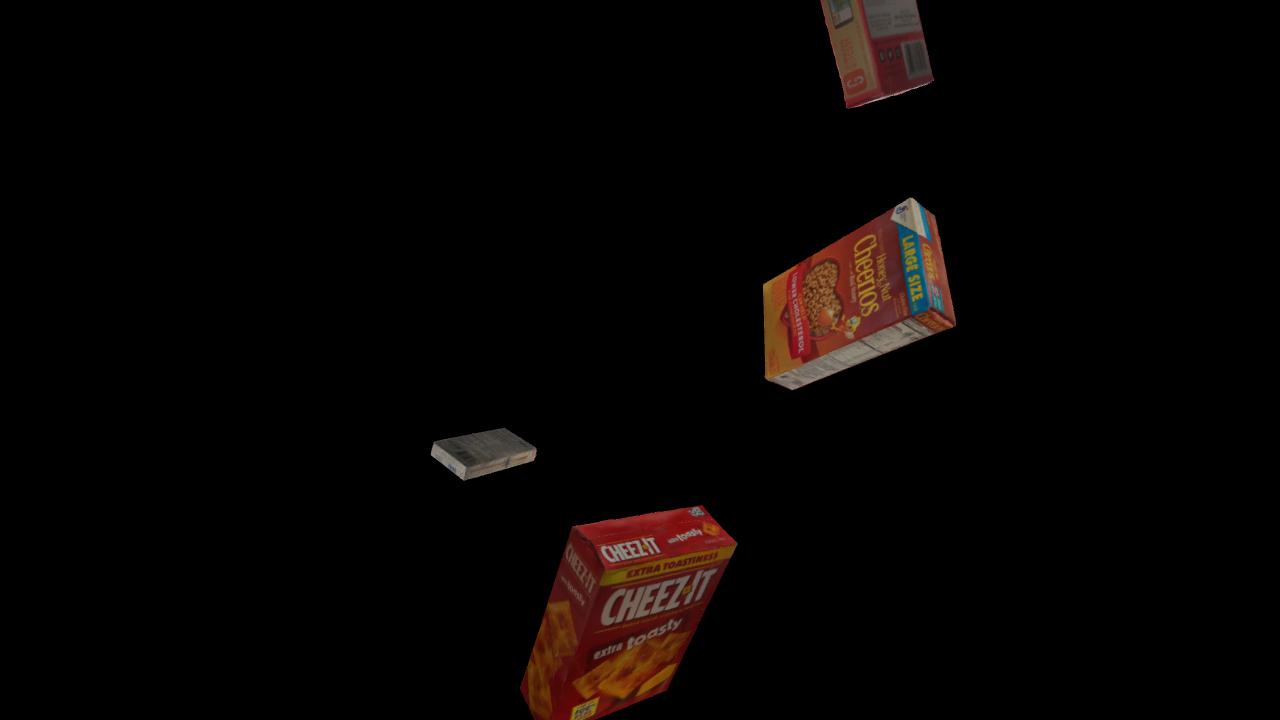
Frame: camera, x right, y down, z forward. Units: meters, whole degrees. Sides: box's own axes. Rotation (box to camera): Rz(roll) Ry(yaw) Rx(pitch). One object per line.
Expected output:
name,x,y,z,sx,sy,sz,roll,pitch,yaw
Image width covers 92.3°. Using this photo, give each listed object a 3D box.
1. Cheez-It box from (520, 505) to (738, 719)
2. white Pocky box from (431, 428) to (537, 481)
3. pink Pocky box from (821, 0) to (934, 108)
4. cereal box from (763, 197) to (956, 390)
Cheez-It box,-0.014,0.262,0.630,0.166,0.223,0.071,2,27,-38
white Pocky box,-0.249,0.148,0.994,0.084,0.028,0.154,26,17,29
pink Pocky box,0.148,-0.252,0.405,0.084,0.155,0.029,-30,17,-38
cereal box,0.333,-0.095,0.991,0.081,0.203,0.306,22,-32,-29
